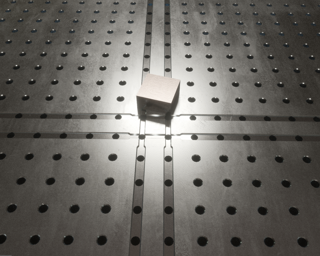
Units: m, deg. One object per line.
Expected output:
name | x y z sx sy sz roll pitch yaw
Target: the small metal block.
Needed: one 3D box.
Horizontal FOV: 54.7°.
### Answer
small metal block | -0.002 -0.050 0.449 0.050 0.025 0.050 13 51 10
